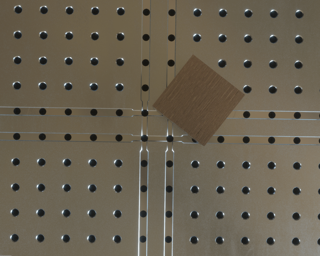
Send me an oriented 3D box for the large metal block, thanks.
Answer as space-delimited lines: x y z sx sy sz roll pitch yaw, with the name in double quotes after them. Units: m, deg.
0.047 -0.034 0.401 0.080 0.050 0.080 38 90 0 "large metal block"
